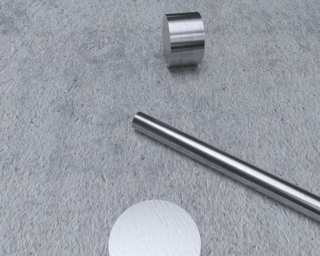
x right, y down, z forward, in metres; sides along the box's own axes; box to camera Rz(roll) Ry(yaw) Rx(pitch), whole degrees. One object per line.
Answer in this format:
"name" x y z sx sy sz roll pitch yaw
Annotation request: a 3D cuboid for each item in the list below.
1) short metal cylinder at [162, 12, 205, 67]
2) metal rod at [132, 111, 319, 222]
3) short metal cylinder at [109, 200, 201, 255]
"short metal cylinder" 0.035 -0.138 0.484 0.050 0.080 0.080 -7 51 -6
"metal rod" 0.097 0.051 0.361 0.301 0.025 0.025 26 55 20
"short metal cylinder" -0.005 0.115 0.290 0.081 0.050 0.080 0 50 0
